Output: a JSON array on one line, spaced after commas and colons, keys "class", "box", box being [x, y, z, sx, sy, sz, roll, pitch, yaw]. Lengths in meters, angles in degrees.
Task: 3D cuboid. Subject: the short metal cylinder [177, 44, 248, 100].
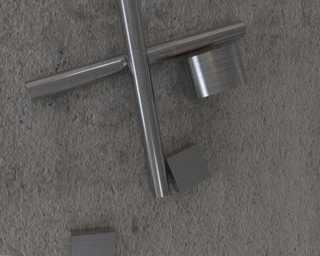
[{"class": "short metal cylinder", "box": [0.068, -0.072, 0.405, 0.081, 0.080, 0.050, -19, 97, -19]}]

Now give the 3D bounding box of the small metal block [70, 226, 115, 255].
[{"class": "small metal block", "box": [-0.083, 0.151, 0.379, 0.050, 0.025, 0.050, 1, 90, -20]}]

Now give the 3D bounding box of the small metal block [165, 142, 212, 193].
[{"class": "small metal block", "box": [0.035, 0.053, 0.422, 0.050, 0.025, 0.050, -25, 99, -18]}]

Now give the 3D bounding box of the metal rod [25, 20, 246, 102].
[{"class": "metal rod", "box": [-0.016, -0.093, 0.402, 0.302, 0.025, 0.025, -21, 97, -19]}]

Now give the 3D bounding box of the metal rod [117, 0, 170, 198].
[{"class": "metal rod", "box": [-0.022, -0.057, 0.377, 0.025, 0.025, 0.298, -14, 104, -20]}]
